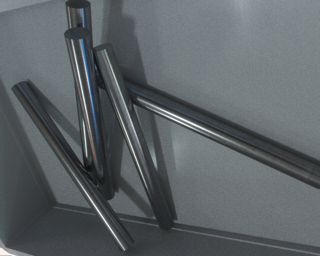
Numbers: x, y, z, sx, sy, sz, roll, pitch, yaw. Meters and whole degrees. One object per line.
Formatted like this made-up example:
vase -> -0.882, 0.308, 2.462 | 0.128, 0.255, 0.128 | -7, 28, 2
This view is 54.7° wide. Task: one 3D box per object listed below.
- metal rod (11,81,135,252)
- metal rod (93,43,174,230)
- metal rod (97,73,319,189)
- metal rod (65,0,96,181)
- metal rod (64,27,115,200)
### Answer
metal rod -> -0.134, 0.057, 0.477 | 0.025, 0.025, 0.299 | -36, 88, 38
metal rod -> -0.027, 0.033, 0.420 | 0.025, 0.025, 0.298 | 1, 126, 27
metal rod -> 0.050, -0.005, 0.378 | 0.301, 0.025, 0.025 | 25, 127, 12
metal rod -> -0.098, -0.020, 0.419 | 0.025, 0.025, 0.298 | 22, 135, 15
metal rod -> -0.086, 0.009, 0.416 | 0.025, 0.025, 0.298 | 19, 139, 16
